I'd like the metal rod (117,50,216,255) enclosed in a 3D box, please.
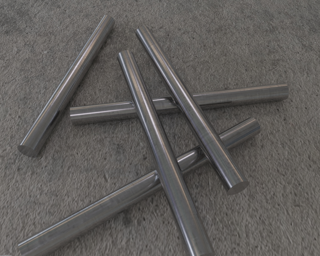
[{"bbox_3d":[-0.007,0.005,0.364,0.025,0.025,0.300,-13,51,-11],"label":"metal rod"}]

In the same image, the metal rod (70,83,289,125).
[{"bbox_3d":[0.031,-0.034,0.432,0.302,0.025,0.025,-7,51,-6],"label":"metal rod"}]

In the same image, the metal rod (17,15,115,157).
[{"bbox_3d":[-0.128,-0.083,0.472,0.025,0.025,0.300,10,51,8],"label":"metal rod"}]

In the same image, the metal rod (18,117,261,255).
[{"bbox_3d":[-0.004,0.060,0.352,0.302,0.025,0.025,-26,55,-21],"label":"metal rod"}]

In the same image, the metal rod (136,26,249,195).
[{"bbox_3d":[0.027,-0.045,0.407,0.025,0.025,0.300,-16,52,-13],"label":"metal rod"}]
